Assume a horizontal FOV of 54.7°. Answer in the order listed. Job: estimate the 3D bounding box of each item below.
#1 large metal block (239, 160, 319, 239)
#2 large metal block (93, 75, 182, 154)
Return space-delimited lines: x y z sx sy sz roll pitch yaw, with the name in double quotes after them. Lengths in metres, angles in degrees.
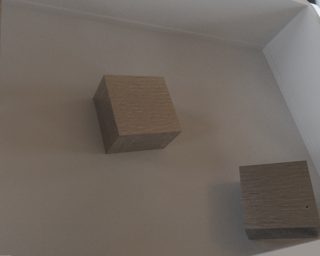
0.146 0.091 0.386 0.080 0.050 0.080 -8 56 17 "large metal block"
-0.030 -0.017 0.384 0.081 0.050 0.080 -3 64 -30 "large metal block"
